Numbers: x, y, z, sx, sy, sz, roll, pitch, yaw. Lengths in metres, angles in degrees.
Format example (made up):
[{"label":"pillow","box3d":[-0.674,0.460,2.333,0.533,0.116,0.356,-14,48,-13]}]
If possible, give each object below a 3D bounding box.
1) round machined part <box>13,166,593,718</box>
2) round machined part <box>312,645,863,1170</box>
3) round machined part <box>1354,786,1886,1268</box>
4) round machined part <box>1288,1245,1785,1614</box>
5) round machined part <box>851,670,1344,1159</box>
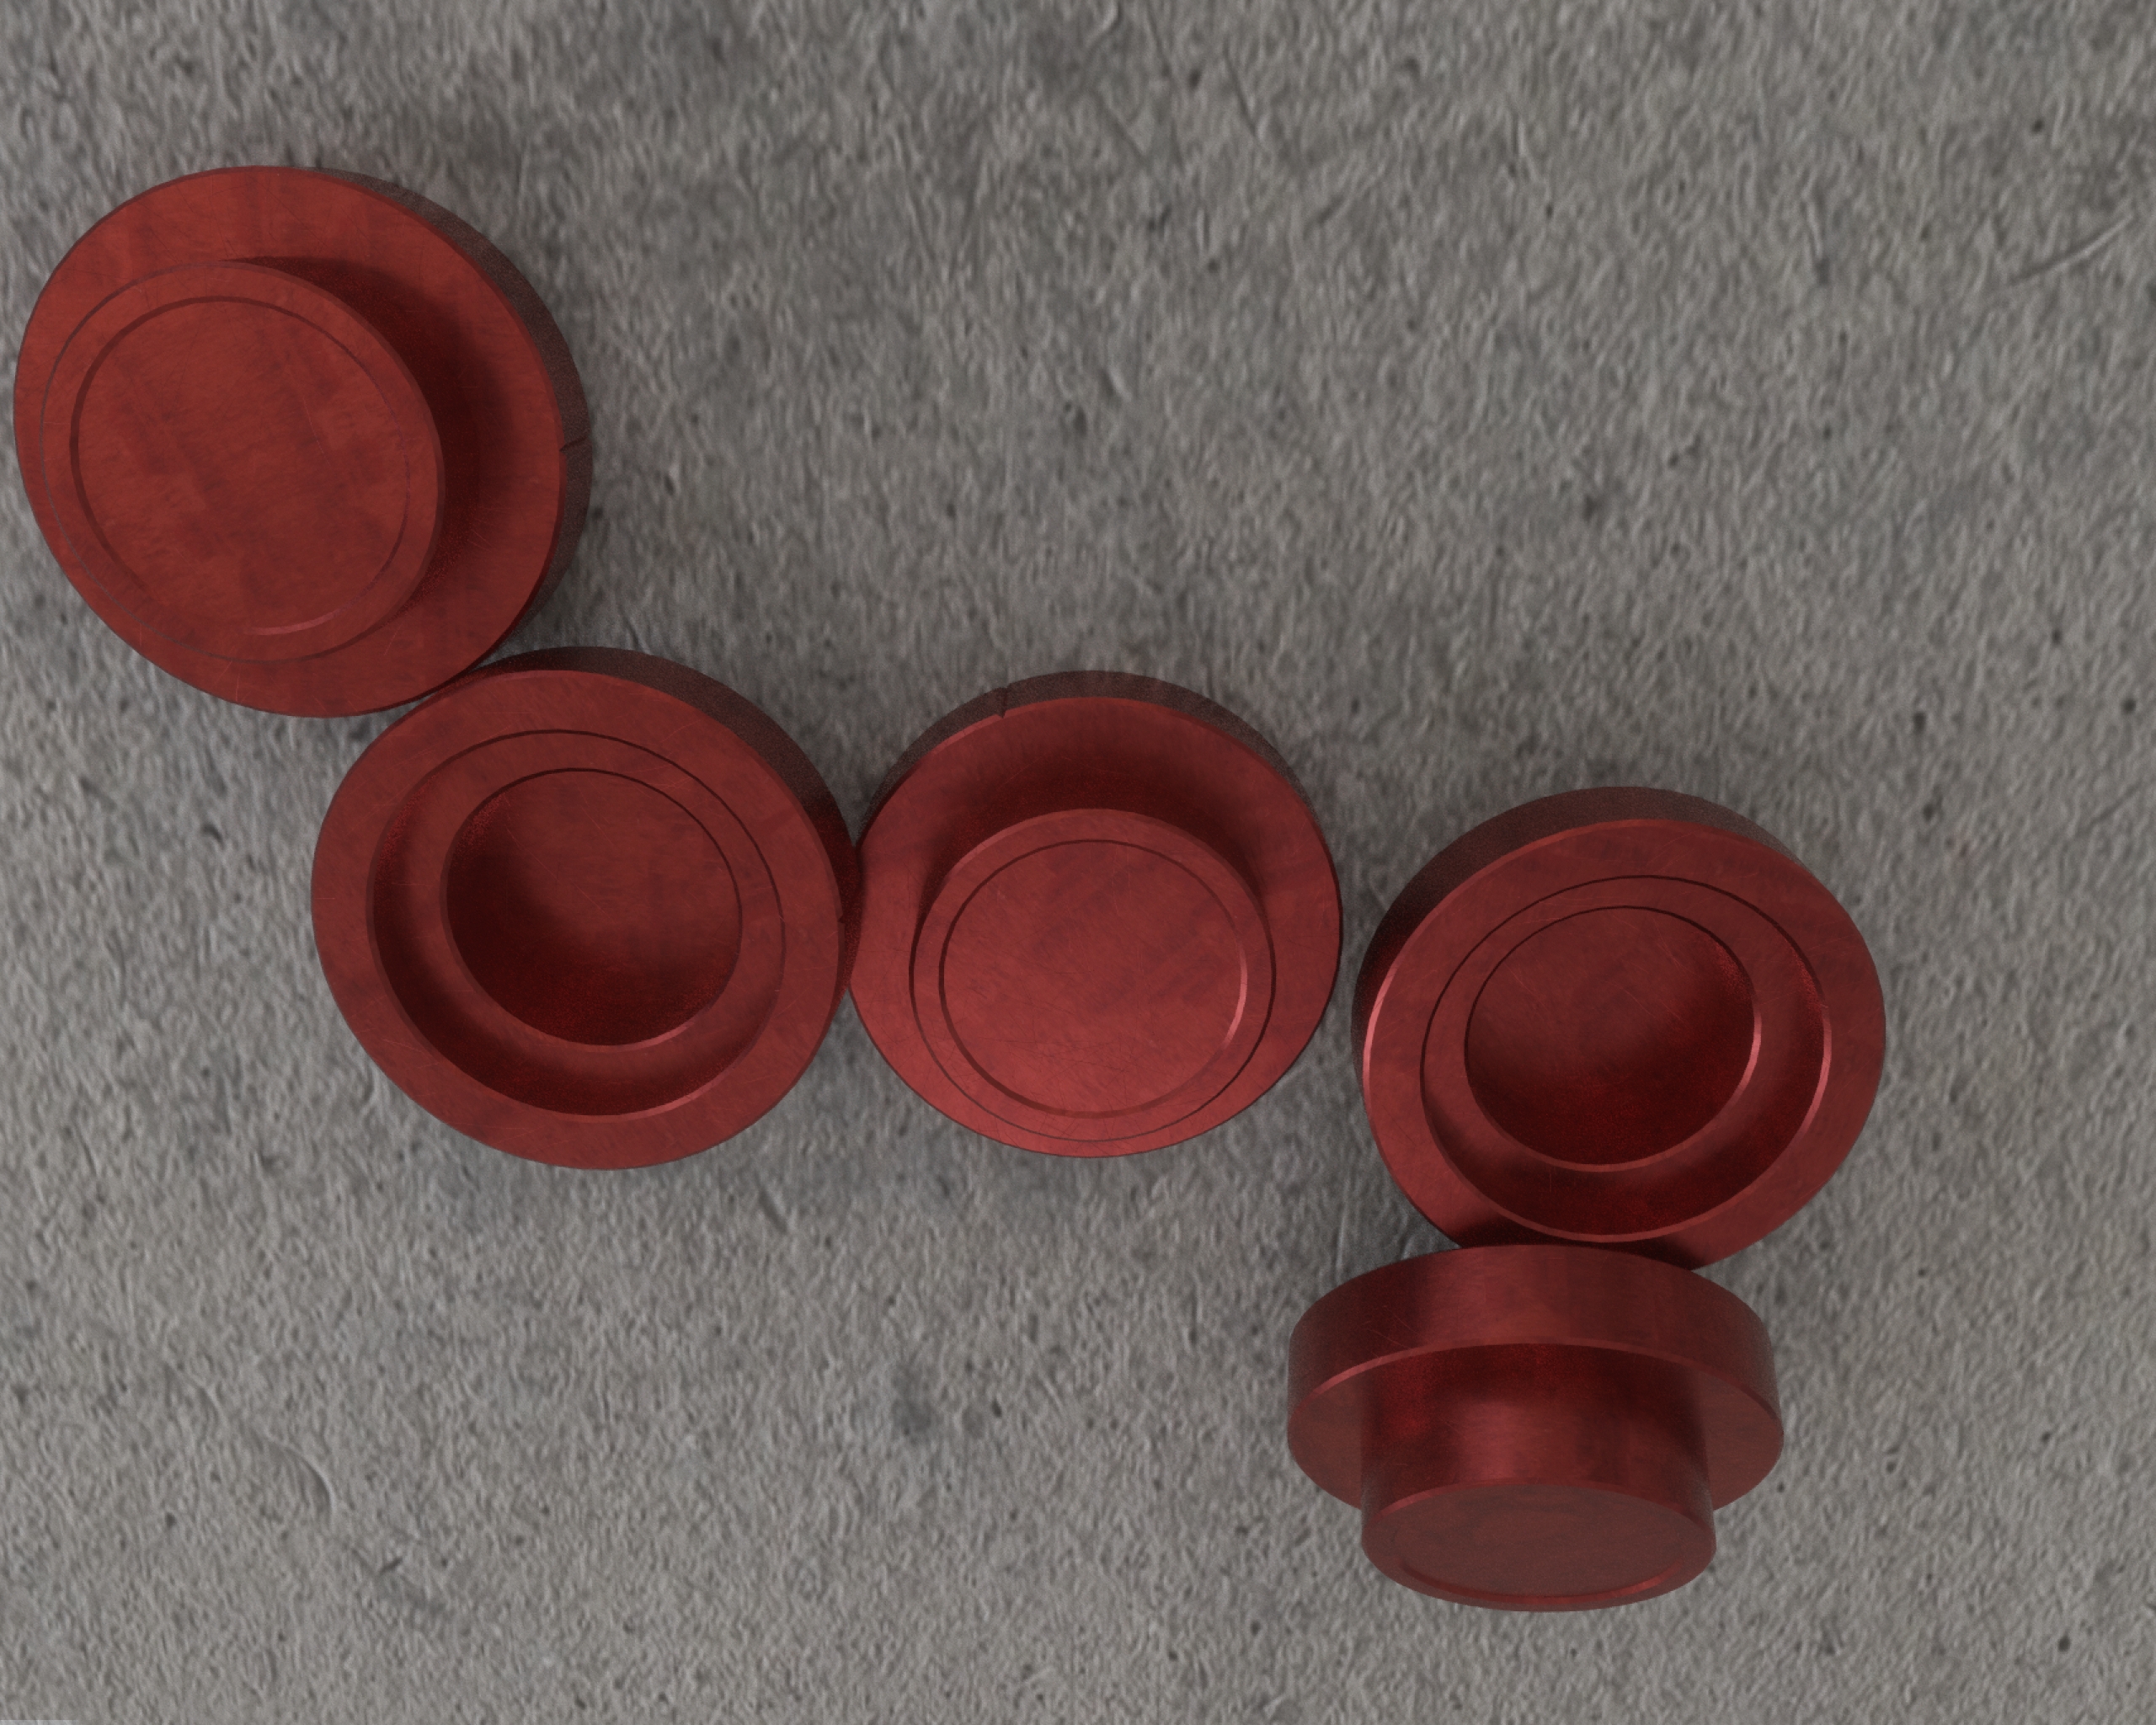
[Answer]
[{"label":"round machined part","box3d":[-0.140,-0.073,0.370,0.099,0.042,0.097,0,108,1]},{"label":"round machined part","box3d":[-0.090,0.006,0.400,0.099,0.042,0.097,1,109,3]},{"label":"round machined part","box3d":[0.103,0.031,0.413,0.099,0.042,0.097,0,110,0]},{"label":"round machined part","box3d":[0.092,0.119,0.422,0.099,0.042,0.097,3,141,3]},{"label":"round machined part","box3d":[0.003,0.015,0.406,0.099,0.042,0.097,0,110,0]}]
